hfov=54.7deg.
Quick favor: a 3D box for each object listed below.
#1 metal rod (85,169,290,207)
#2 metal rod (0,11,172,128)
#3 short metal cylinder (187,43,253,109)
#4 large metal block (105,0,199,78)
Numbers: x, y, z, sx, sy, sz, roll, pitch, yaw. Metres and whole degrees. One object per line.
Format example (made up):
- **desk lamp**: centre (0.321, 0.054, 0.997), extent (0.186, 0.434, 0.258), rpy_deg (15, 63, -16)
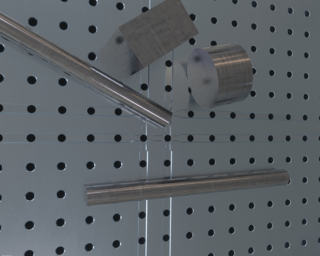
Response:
- **metal rod**: centre (0.052, 0.080, 0.431), extent (0.303, 0.025, 0.025), rpy_deg (-1, 91, -20)
- **metal rod**: centre (-0.116, -0.081, 0.369), extent (0.301, 0.025, 0.025), rpy_deg (29, 81, -18)
- **short metal cylinder**: centre (0.077, -0.069, 0.412), extent (0.050, 0.080, 0.080), rpy_deg (-14, 95, -20)
- **large metal block**: centre (-0.013, -0.108, 0.379), extent (0.080, 0.080, 0.050), rpy_deg (-36, 102, -16)
